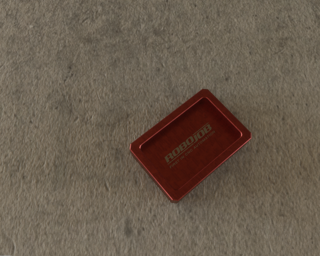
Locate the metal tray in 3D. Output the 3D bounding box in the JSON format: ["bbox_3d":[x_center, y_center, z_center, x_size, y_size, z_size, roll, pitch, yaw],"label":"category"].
[{"bbox_3d":[0.039,0.021,0.398,0.131,0.030,0.090,-38,75,-13],"label":"metal tray"}]
